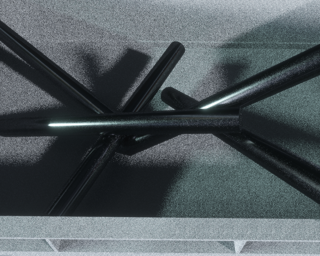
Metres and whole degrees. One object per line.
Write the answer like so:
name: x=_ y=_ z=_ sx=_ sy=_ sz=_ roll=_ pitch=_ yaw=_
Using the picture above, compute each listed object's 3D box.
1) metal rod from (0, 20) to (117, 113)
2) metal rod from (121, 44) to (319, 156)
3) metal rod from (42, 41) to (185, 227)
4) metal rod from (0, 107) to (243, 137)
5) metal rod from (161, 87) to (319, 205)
metal rod: x=-0.165 y=-0.088 z=0.446 sx=0.300 sy=0.025 sz=0.025 roll=37 pitch=59 yaw=16
metal rod: x=0.075 y=-0.030 z=0.310 sx=0.300 sy=0.025 sz=0.025 roll=-25 pitch=41 yaw=32
metal rod: x=-0.039 y=-0.015 z=0.389 sx=0.025 sy=0.025 sz=0.301 roll=21 pitch=55 yaw=16
metal rod: x=-0.063 y=-0.004 z=0.348 sx=0.301 sy=0.025 sz=0.025 roll=-1 pitch=48 yaw=22
metal rod: x=0.075 y=0.005 z=0.322 sx=0.025 sy=0.025 sz=0.300 roll=-21 pitch=29 yaw=-17
